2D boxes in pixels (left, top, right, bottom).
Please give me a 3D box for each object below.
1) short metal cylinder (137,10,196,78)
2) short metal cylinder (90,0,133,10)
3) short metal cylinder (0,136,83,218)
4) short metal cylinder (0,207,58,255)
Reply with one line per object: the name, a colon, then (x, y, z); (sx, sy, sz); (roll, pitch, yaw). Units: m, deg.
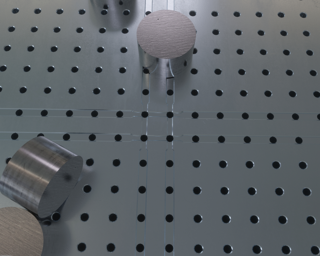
short metal cylinder: (0.009, -0.119, 0.442); (0.081, 0.050, 0.080); (0, 70, 0)
short metal cylinder: (-0.078, -0.234, 0.483); (0.081, 0.050, 0.080); (0, 70, 0)
short metal cylinder: (-0.135, 0.056, 0.361); (0.050, 0.080, 0.080); (27, 72, 9)
short metal cylinder: (-0.163, 0.132, 0.349); (0.081, 0.050, 0.080); (0, 70, 0)
